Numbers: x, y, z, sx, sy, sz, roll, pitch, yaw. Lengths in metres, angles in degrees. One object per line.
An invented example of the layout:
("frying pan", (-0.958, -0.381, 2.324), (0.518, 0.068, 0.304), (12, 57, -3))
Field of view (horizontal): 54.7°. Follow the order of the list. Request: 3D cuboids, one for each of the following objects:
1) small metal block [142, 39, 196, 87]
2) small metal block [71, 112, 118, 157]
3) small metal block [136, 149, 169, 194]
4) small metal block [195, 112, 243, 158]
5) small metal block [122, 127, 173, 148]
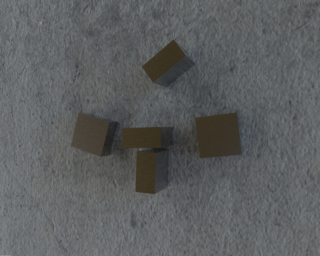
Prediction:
("small metal block", (0.012, -0.079, 0.391), (0.050, 0.050, 0.025), (-38, 78, 16))
("small metal block", (-0.093, 0.009, 0.441), (0.050, 0.025, 0.050), (16, 95, 19))
("small metal block", (-0.009, 0.054, 0.398), (0.025, 0.050, 0.050), (2, 91, 20))
("small metal block", (0.074, 0.009, 0.383), (0.050, 0.025, 0.050), (-7, 88, 19))
("small metal block", (-0.015, 0.012, 0.400), (0.050, 0.050, 0.025), (-2, 90, 19))
